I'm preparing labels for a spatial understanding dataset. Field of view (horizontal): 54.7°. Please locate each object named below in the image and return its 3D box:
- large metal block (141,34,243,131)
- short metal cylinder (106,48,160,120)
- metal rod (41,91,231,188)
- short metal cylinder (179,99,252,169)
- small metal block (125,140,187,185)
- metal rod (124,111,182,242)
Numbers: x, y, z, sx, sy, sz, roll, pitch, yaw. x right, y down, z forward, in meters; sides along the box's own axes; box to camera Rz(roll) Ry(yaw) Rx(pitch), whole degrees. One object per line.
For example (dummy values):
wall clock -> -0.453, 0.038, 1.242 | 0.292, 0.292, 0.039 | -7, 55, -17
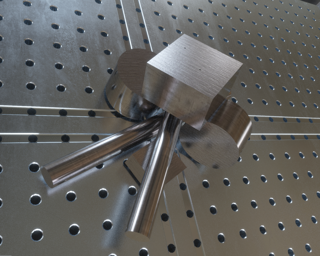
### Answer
large metal block -> 0.037, -0.056, 0.360 | 0.080, 0.050, 0.080 | 32, 50, 14
short metal cylinder -> -0.025, -0.057, 0.409 | 0.081, 0.050, 0.080 | 14, 56, -21
metal rod -> -0.005, -0.003, 0.403 | 0.302, 0.025, 0.025 | -26, 76, -37
short metal cylinder -> 0.072, 0.007, 0.404 | 0.080, 0.080, 0.050 | 40, 52, -1
small metal block -> -0.005, 0.045, 0.374 | 0.050, 0.025, 0.050 | -32, 80, -38
metal rod -> 0.016, -0.010, 0.386 | 0.025, 0.025, 0.300 | 27, 52, -12
